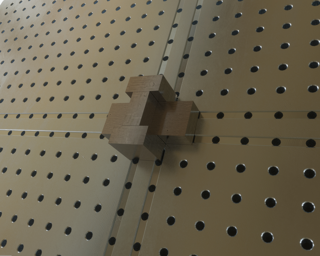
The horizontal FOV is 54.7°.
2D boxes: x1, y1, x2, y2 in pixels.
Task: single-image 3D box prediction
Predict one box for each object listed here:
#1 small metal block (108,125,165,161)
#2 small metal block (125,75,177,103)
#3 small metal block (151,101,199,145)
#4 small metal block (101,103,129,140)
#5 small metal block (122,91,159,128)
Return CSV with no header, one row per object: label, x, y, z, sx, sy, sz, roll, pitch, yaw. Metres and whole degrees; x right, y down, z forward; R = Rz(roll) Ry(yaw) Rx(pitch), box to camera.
small metal block,-0.028,0.020,0.393,0.050,0.050,0.025,1,62,28
small metal block,-0.011,-0.047,0.425,0.050,0.050,0.025,1,62,28
small metal block,0.019,-0.007,0.401,0.050,0.025,0.050,1,62,28
small metal block,-0.048,-0.008,0.436,0.050,0.025,0.050,1,62,28
small metal block,-0.020,-0.013,0.409,0.025,0.050,0.050,1,62,28
